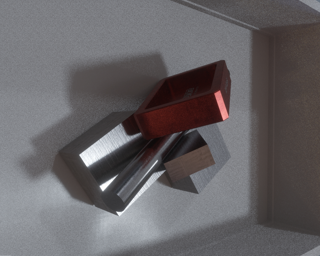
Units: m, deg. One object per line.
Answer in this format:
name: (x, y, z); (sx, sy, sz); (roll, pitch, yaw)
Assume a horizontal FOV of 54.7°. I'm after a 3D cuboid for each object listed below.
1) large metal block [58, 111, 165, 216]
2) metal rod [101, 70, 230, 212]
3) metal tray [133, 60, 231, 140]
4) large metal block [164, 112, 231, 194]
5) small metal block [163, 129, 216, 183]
large metal block: (-0.049, 0.036, 0.346); (0.080, 0.050, 0.080); (-41, 115, -32)
metal rod: (0.029, -0.011, 0.383); (0.301, 0.025, 0.025); (-47, 119, -47)
metal tray: (0.032, -0.037, 0.356); (0.130, 0.090, 0.030); (-62, 134, -62)
large metal block: (0.043, 0.031, 0.427); (0.080, 0.050, 0.080); (-41, 115, -32)
small metal block: (0.029, 0.030, 0.351); (0.050, 0.050, 0.025); (-24, 109, 1)
